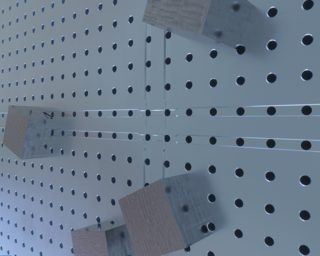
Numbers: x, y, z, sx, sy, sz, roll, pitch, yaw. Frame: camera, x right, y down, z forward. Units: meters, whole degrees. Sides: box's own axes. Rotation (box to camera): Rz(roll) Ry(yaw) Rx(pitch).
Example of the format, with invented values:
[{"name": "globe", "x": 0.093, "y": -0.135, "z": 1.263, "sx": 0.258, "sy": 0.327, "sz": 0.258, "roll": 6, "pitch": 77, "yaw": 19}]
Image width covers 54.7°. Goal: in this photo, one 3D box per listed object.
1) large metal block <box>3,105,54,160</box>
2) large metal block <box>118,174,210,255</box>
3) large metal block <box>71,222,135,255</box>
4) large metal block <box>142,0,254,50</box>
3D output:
[{"name": "large metal block", "x": -0.257, "y": 0.007, "z": 0.601, "sx": 0.080, "sy": 0.050, "sz": 0.079, "roll": 25, "pitch": 106, "yaw": 37}, {"name": "large metal block", "x": 0.003, "y": 0.112, "z": 0.389, "sx": 0.080, "sy": 0.050, "sz": 0.080, "roll": -33, "pitch": 70, "yaw": 35}, {"name": "large metal block", "x": -0.082, "y": 0.187, "z": 0.458, "sx": 0.080, "sy": 0.050, "sz": 0.080, "roll": -16, "pitch": 80, "yaw": 38}, {"name": "large metal block", "x": 0.042, "y": -0.125, "z": 0.338, "sx": 0.080, "sy": 0.081, "sz": 0.050, "roll": 26, "pitch": 106, "yaw": 36}]
